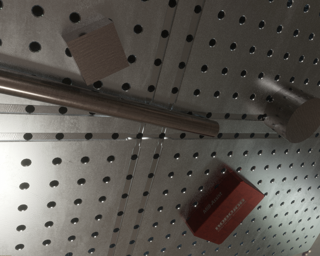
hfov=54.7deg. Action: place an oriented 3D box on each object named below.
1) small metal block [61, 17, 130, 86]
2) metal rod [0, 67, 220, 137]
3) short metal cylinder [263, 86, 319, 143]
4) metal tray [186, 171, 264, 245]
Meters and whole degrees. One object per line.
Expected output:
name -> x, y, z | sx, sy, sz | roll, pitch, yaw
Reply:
small metal block -> -0.067, -0.081, 0.326 | 0.050, 0.025, 0.050 | -28, 128, -11
metal rod -> -0.044, -0.023, 0.373 | 0.302, 0.025, 0.025 | 12, 113, -34
short metal cylinder -> 0.218, -0.022, 0.503 | 0.081, 0.050, 0.079 | -14, 125, -21
metal tray -> 0.121, 0.150, 0.570 | 0.090, 0.030, 0.130 | 34, 99, -39
